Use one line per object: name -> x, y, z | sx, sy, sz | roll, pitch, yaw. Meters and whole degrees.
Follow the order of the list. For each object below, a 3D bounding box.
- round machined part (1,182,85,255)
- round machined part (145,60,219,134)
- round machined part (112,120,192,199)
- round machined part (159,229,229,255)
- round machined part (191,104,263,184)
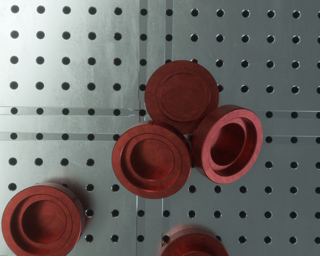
round machined part -> -0.147, 0.119, 0.403 | 0.099, 0.042, 0.097 | 0, 90, -1
round machined part -> 0.029, -0.040, 0.405 | 0.099, 0.042, 0.097 | 0, 90, -1
round machined part -> -0.008, 0.037, 0.396 | 0.099, 0.042, 0.097 | 2, 106, 8
round machined part -> 0.046, 0.187, 0.406 | 0.099, 0.042, 0.097 | 0, 90, -1
round machined part -> 0.079, 0.017, 0.391 | 0.099, 0.042, 0.097 | -11, 113, -28
